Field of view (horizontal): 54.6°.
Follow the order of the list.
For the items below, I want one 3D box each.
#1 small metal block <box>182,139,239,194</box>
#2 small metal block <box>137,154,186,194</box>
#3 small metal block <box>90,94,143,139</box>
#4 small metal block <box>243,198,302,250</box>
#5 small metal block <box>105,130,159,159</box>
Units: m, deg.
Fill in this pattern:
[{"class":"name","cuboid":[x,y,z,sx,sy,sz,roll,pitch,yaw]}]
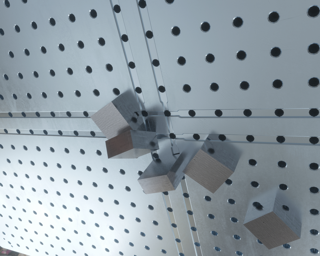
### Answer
[{"class":"small metal block","cuboid":[0.066,0.051,0.408,0.050,0.025,0.050,35,129,5]},{"class":"small metal block","cuboid":[0.005,0.064,0.433,0.050,0.050,0.025,-16,110,34]},{"class":"small metal block","cuboid":[-0.062,-0.012,0.437,0.050,0.025,0.050,-29,103,37]},{"class":"small metal block","cuboid":[0.149,0.128,0.412,0.050,0.025,0.050,45,129,-3]},{"class":"small metal block","cuboid":[-0.038,0.024,0.427,0.050,0.050,0.025,-23,71,36]}]
